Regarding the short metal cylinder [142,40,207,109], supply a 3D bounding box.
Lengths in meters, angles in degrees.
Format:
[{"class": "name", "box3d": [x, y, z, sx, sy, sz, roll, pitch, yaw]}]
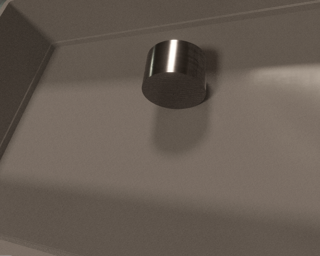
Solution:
[{"class": "short metal cylinder", "box3d": [0.020, -0.067, 0.400, 0.080, 0.080, 0.050, -7, 59, 24]}]
